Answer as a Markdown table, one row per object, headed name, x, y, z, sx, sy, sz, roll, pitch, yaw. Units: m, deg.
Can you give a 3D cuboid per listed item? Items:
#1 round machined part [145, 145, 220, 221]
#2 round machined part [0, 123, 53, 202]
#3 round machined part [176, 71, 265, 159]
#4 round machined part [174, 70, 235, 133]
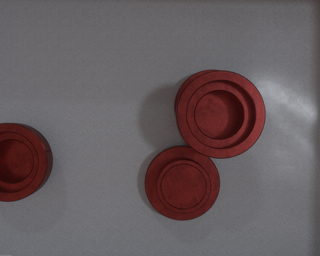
| name | x | y | z | sx | sy | sz | roll | pitch | yaw |
| --- | --- | --- | --- | --- | --- | --- | --- | --- | --- |
| round machined part | 0.029 | 0.072 | 0.403 | 0.099 | 0.042 | 0.097 | 0 | 90 | 0 |
| round machined part | -0.187 | 0.042 | 0.401 | 0.099 | 0.042 | 0.097 | 0 | 90 | 0 |
| round machined part | 0.067 | -0.015 | 0.361 | 0.099 | 0.042 | 0.097 | 0 | 90 | 0 |
| round machined part | 0.069 | -0.028 | 0.403 | 0.099 | 0.042 | 0.097 | 0 | 90 | 0 |
